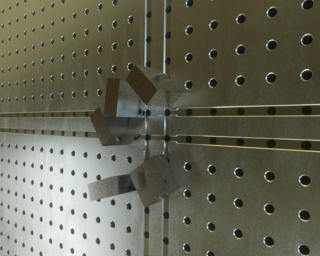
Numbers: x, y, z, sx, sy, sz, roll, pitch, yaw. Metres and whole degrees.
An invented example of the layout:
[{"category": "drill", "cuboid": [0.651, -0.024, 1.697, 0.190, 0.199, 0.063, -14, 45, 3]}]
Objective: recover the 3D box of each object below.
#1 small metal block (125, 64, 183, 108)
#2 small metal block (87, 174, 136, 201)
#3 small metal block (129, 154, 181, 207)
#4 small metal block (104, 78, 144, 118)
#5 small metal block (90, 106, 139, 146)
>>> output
[{"category": "small metal block", "cuboid": [-0.007, -0.053, 0.397, 0.050, 0.050, 0.025, 51, 120, 27]}, {"category": "small metal block", "cuboid": [-0.067, 0.085, 0.446, 0.050, 0.050, 0.025, -22, 76, 37]}, {"category": "small metal block", "cuboid": [-0.007, 0.070, 0.414, 0.050, 0.025, 0.050, -40, 66, 32]}, {"category": "small metal block", "cuboid": [-0.048, -0.041, 0.431, 0.025, 0.050, 0.050, 11, 97, 39]}, {"category": "small metal block", "cuboid": [-0.065, -0.003, 0.445, 0.025, 0.050, 0.050, -40, 66, 32]}]
